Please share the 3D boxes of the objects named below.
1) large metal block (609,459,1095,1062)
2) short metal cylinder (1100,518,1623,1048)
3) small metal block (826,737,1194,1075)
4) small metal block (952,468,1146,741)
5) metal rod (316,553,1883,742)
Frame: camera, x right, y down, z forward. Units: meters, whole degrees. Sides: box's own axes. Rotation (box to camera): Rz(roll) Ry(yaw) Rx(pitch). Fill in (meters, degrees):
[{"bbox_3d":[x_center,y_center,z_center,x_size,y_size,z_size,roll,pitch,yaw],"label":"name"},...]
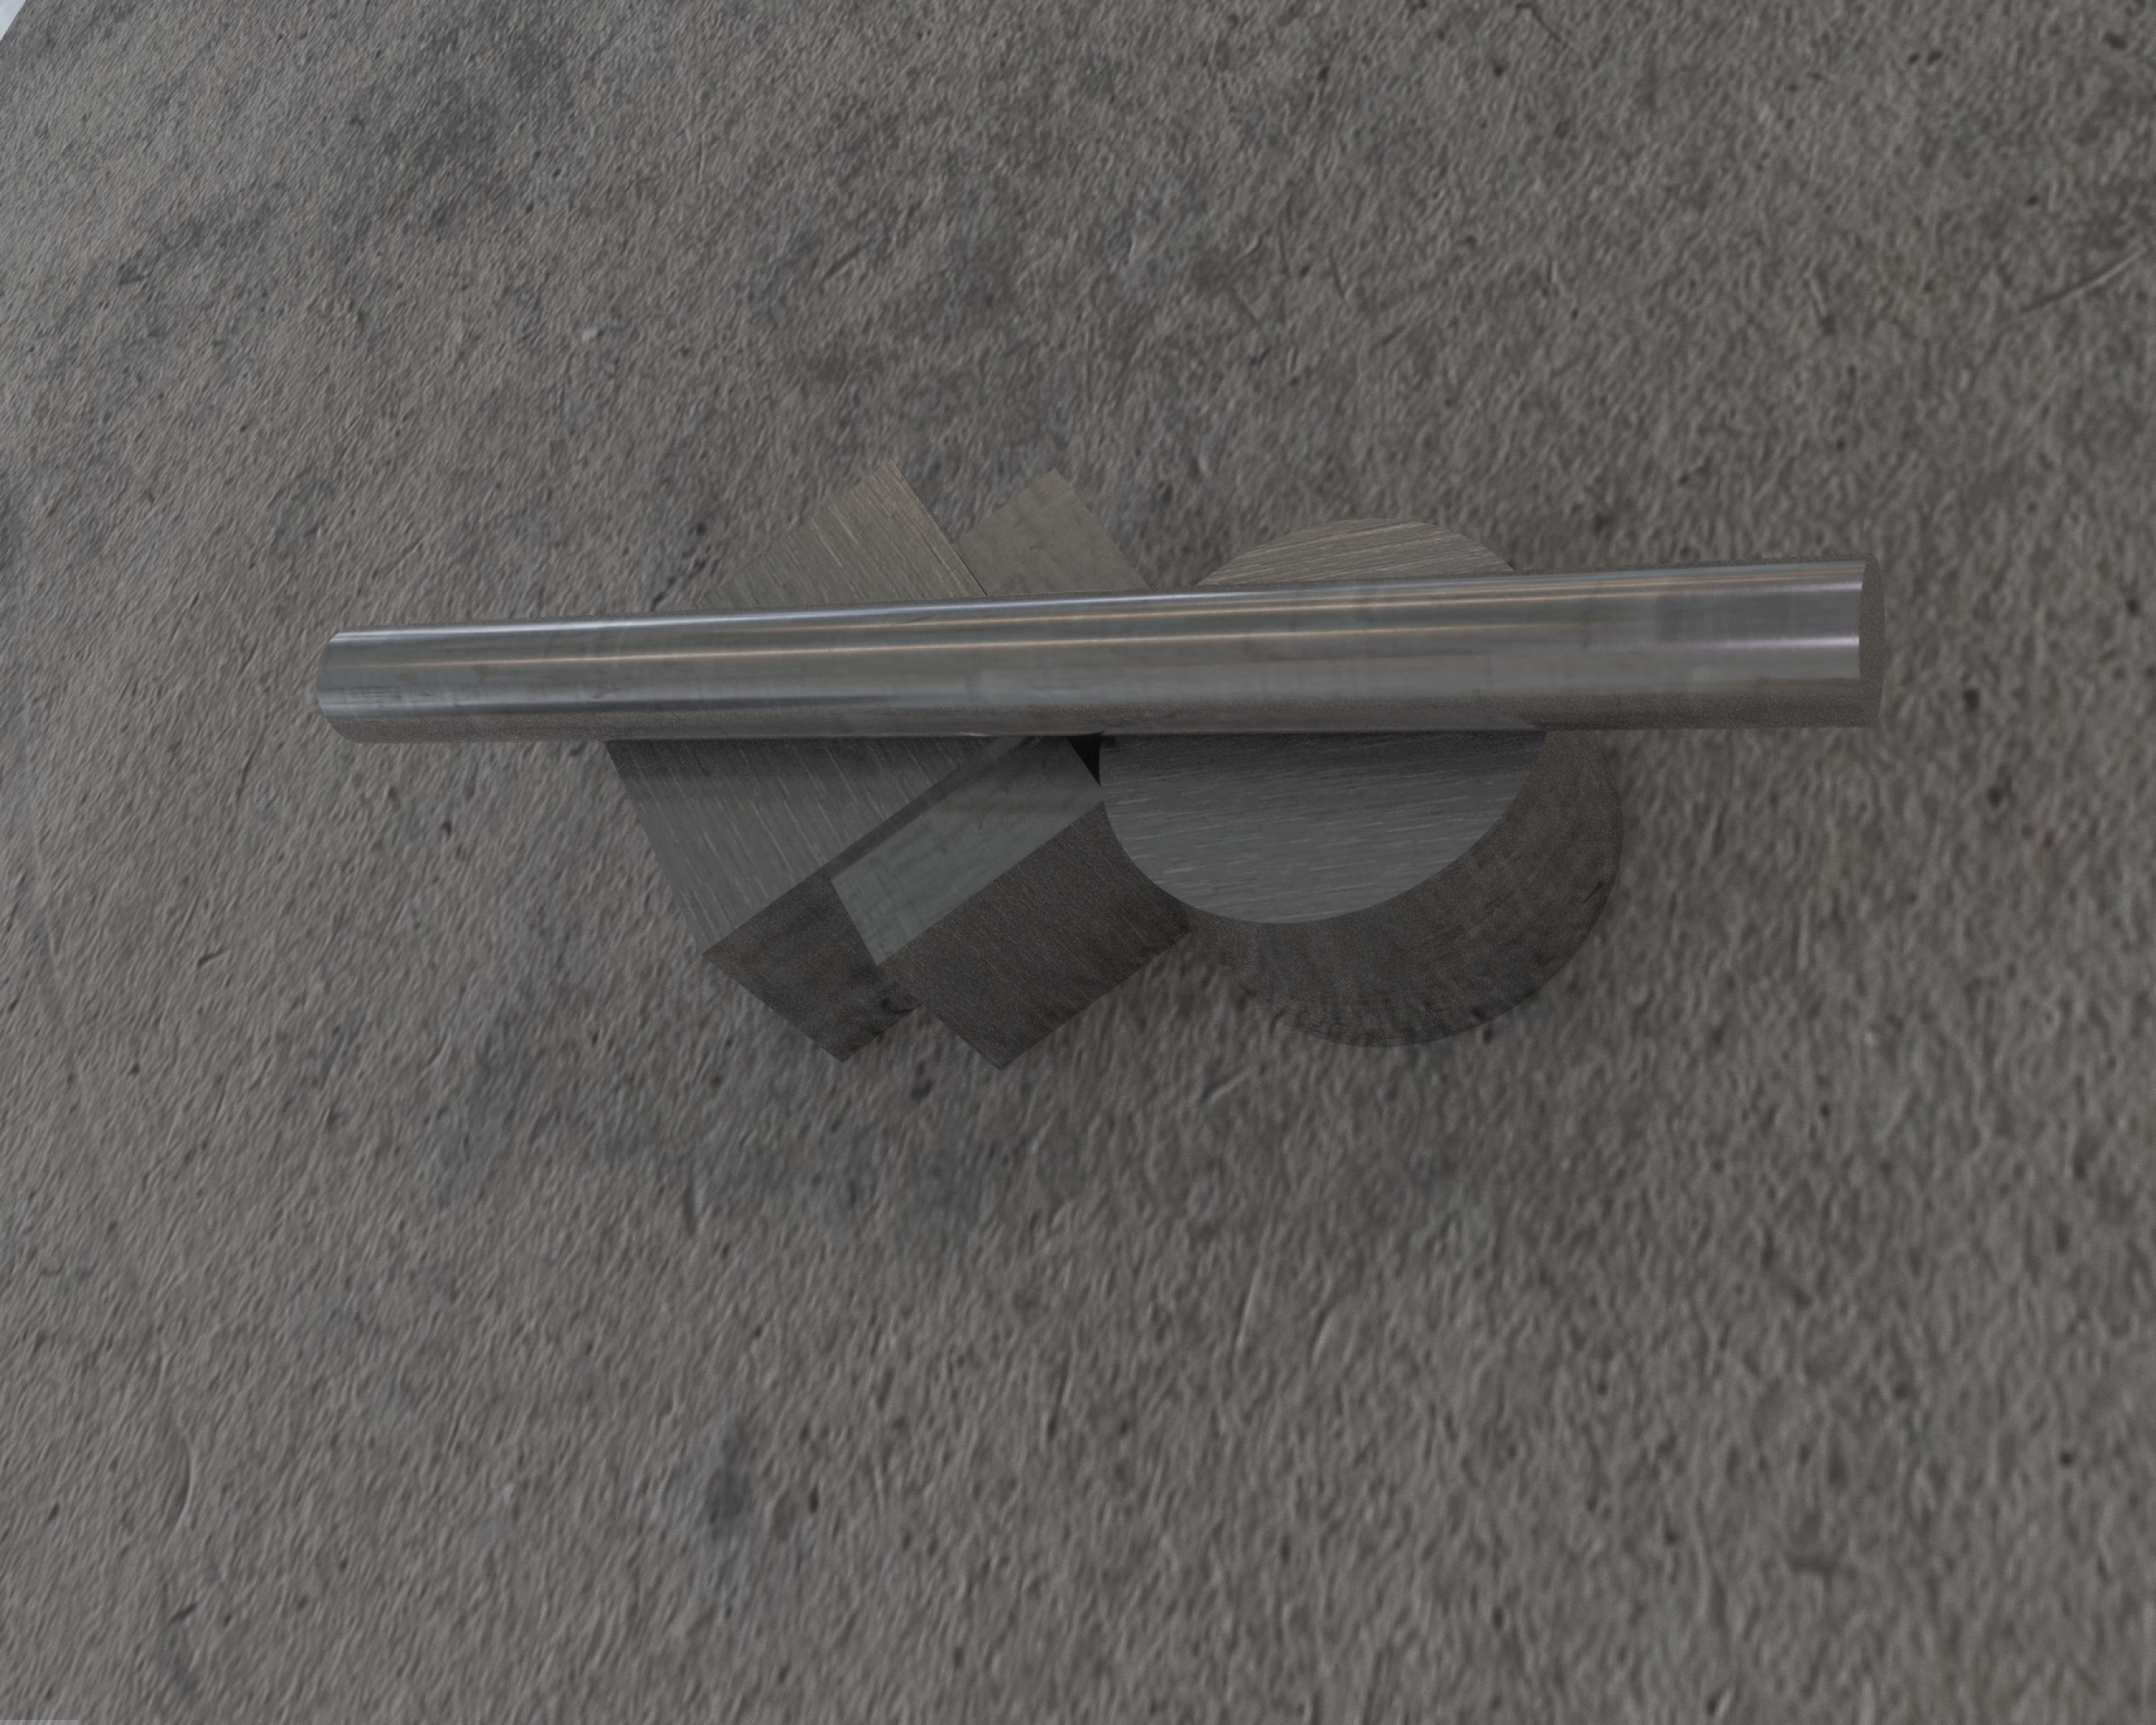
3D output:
[{"bbox_3d":[-0.043,-0.021,0.423,0.080,0.050,0.080,-36,51,4],"label":"large metal block"},{"bbox_3d":[0.051,-0.014,0.370,0.080,0.050,0.080,-13,56,21],"label":"short metal cylinder"},{"bbox_3d":[-0.010,0.007,0.392,0.050,0.050,0.025,-36,52,4],"label":"small metal block"},{"bbox_3d":[0.007,-0.042,0.412,0.025,0.050,0.050,-37,52,4],"label":"small metal block"},{"bbox_3d":[-0.019,-0.035,0.370,0.300,0.025,0.025,1,62,28],"label":"metal rod"}]
